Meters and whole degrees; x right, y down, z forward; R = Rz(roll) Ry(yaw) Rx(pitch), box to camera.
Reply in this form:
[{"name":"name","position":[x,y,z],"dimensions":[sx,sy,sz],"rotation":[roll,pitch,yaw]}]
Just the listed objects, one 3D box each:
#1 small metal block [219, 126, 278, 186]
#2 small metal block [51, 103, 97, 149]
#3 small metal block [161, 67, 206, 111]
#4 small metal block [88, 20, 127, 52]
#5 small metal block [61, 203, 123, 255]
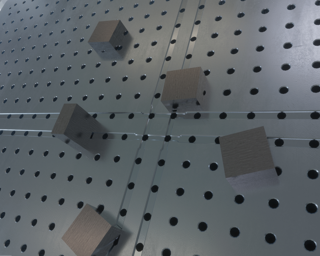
[{"name":"small metal block","position":[0.096,0.031,0.340],"dimensions":[0.050,0.025,0.050],"rotation":[-16,55,19]},{"name":"small metal block","position":[-0.127,-0.002,0.461],"dimensions":[0.025,0.050,0.050],"rotation":[2,63,29]},{"name":"small metal block","position":[0.033,-0.053,0.425],"dimensions":[0.050,0.025,0.050],"rotation":[-3,60,27]},{"name":"small metal block","position":[-0.095,-0.167,0.562],"dimensions":[0.050,0.025,0.050],"rotation":[8,65,31]},{"name":"small metal block","position":[-0.082,0.128,0.374],"dimensions":[0.050,0.025,0.050],"rotation":[27,77,37]}]
